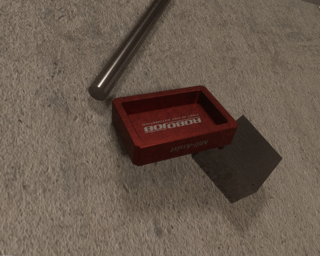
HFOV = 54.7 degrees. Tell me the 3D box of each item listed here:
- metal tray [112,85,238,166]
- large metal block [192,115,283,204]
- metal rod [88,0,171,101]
[{"bbox_3d":[0.016,-0.008,0.379,0.131,0.030,0.090,-11,44,-21],"label":"metal tray"},{"bbox_3d":[0.106,0.041,0.422,0.080,0.050,0.081,50,51,6],"label":"large metal block"},{"bbox_3d":[-0.029,-0.151,0.481,0.025,0.025,0.301,31,51,-9],"label":"metal rod"}]
